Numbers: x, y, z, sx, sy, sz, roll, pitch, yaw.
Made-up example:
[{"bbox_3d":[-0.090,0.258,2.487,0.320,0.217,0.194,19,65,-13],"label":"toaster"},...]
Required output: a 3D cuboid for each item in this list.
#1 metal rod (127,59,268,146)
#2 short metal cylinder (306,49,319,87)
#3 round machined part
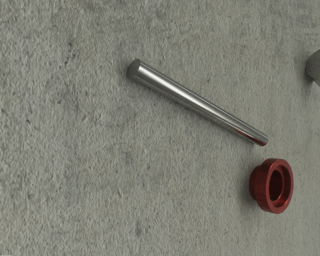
[{"bbox_3d":[0.077,-0.026,0.471,0.302,0.025,0.025,24,75,-38],"label":"metal rod"},{"bbox_3d":[0.375,-0.133,0.688,0.050,0.080,0.080,29,72,-37],"label":"short metal cylinder"},{"bbox_3d":[0.200,0.103,0.565,0.099,0.042,0.097,0,90,-40],"label":"round machined part"}]
